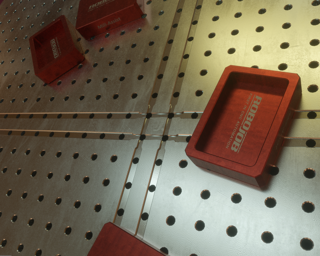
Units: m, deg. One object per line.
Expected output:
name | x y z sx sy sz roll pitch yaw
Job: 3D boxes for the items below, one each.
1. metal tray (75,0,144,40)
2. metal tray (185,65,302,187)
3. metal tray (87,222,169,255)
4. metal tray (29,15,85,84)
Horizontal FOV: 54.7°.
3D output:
metal tray | -0.096 -0.231 0.595 0.130 0.030 0.090 -15 56 19
metal tray | 0.097 -0.008 0.358 0.090 0.030 0.130 16 70 34
metal tray | -0.025 0.166 0.315 0.130 0.030 0.090 18 71 34
metal tray | -0.205 -0.156 0.604 0.090 0.030 0.130 -32 52 7
